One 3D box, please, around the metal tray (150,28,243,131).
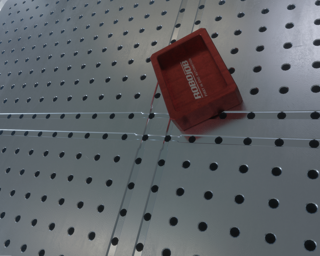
[{"bbox_3d":[0.045,-0.070,0.425,0.090,0.030,0.130,-26,53,12],"label":"metal tray"}]
